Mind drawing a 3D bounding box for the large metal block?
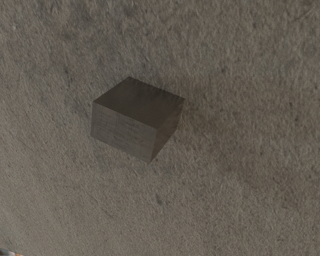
[{"bbox_3d":[-0.026,-0.013,0.377,0.080,0.080,0.050,23,127,14],"label":"large metal block"}]
